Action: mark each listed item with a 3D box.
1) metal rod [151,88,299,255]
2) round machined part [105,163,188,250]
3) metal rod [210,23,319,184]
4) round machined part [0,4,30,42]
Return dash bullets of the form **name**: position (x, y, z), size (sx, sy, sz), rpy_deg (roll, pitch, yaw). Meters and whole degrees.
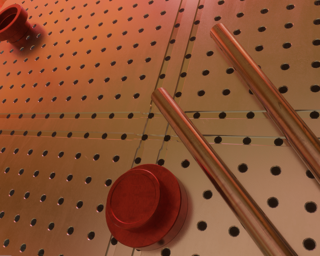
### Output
- **metal rod**: position (0.064, 0.050, 0.343), size (0.025, 0.025, 0.300), rpy_deg (-37, 51, 3)
- **round machined part**: position (-0.022, 0.086, 0.356), size (0.098, 0.042, 0.098), rpy_deg (-13, 56, 21)
- **metal rod**: position (0.130, -0.032, 0.359), size (0.025, 0.025, 0.300), rpy_deg (-30, 52, 9)
- **round machined part**: position (-0.349, -0.241, 0.729), size (0.098, 0.042, 0.098), rpy_deg (-13, 56, 21)
